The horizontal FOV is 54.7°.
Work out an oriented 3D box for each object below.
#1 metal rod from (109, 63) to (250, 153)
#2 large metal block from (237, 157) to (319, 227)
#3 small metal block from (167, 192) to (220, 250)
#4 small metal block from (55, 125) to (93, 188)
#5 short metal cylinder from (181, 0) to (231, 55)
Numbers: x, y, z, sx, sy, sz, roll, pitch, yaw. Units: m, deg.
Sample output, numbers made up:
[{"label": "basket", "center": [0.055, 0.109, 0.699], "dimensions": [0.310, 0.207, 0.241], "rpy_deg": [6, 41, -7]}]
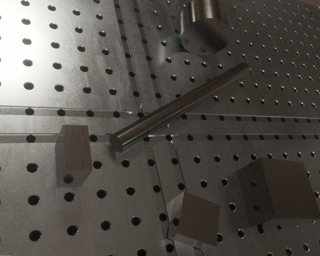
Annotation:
[{"label": "metal rod", "center": [0.049, -0.044, 0.462], "dimensions": [0.302, 0.025, 0.025], "rpy_deg": [-31, 80, -38]}, {"label": "large metal block", "center": [0.162, 0.091, 0.427], "dimensions": [0.081, 0.050, 0.080], "rpy_deg": [8, 58, -24]}, {"label": "small metal block", "center": [0.041, 0.110, 0.365], "dimensions": [0.050, 0.025, 0.050], "rpy_deg": [24, 53, -14]}, {"label": "small metal block", "center": [-0.092, 0.030, 0.325], "dimensions": [0.025, 0.050, 0.050], "rpy_deg": [2, 61, -28]}, {"label": "short metal cylinder", "center": [0.075, -0.168, 0.518], "dimensions": [0.081, 0.080, 0.050], "rpy_deg": [13, 56, -21]}]
